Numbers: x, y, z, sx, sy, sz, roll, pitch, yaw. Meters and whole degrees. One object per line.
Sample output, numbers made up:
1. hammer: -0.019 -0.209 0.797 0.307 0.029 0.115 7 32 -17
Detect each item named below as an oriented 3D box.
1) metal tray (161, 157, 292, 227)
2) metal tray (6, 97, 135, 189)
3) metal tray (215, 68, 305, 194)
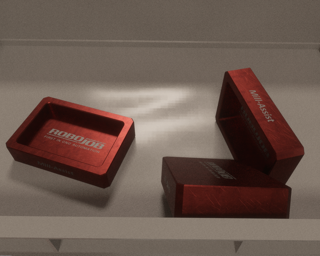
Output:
1. metal tray: 0.052 0.054 0.297 0.091 0.130 0.030 3 94 -5
2. metal tray: -0.107 0.014 0.388 0.131 0.030 0.090 15 51 11
3. metal tray: 0.107 0.004 0.360 0.030 0.089 0.130 -11 51 -9
